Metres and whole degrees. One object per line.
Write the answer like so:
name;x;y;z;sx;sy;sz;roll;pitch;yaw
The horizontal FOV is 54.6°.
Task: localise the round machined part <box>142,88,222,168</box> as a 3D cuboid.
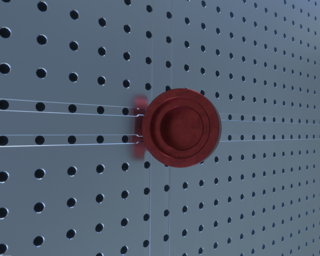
round machined part;0.030;0.001;0.398;0.042;0.098;0.098;8;84;-71
